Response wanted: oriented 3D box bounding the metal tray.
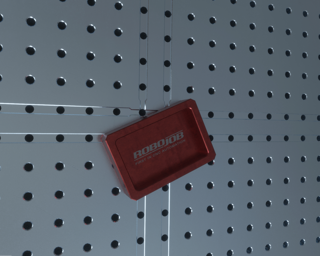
[{"bbox_3d":[0.001,0.026,0.411,0.131,0.030,0.090,-25,99,-19],"label":"metal tray"}]
